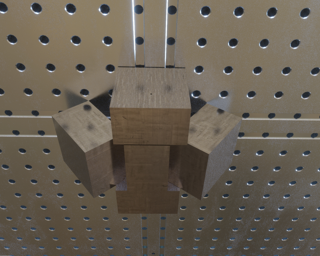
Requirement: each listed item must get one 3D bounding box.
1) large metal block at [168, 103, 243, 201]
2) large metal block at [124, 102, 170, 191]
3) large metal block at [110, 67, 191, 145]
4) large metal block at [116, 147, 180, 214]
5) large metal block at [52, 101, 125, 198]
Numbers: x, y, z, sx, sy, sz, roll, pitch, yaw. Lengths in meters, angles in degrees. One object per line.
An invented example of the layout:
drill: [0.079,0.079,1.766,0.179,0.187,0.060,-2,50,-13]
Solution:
large metal block: [0.055,0.028,0.389,0.050,0.080,0.079,27,136,27]
large metal block: [-0.015,0.023,0.394,0.050,0.080,0.079,1,130,-1]
large metal block: [-0.010,-0.027,0.351,0.081,0.080,0.050,1,130,-1]
large metal block: [-0.016,0.072,0.435,0.081,0.080,0.050,1,130,-1]
large metal block: [-0.086,0.025,0.388,0.050,0.080,0.079,-28,139,-30]
